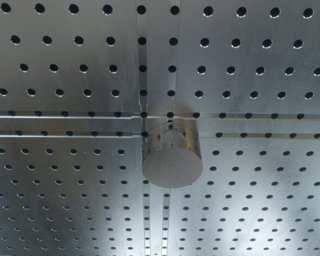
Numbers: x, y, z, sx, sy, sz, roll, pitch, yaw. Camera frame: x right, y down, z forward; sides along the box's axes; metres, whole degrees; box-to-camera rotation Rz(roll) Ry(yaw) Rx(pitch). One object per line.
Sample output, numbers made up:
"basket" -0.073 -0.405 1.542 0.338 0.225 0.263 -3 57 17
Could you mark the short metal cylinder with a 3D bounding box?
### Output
"short metal cylinder" 0.016 0.038 0.428 0.080 0.050 0.080 0 130 0
